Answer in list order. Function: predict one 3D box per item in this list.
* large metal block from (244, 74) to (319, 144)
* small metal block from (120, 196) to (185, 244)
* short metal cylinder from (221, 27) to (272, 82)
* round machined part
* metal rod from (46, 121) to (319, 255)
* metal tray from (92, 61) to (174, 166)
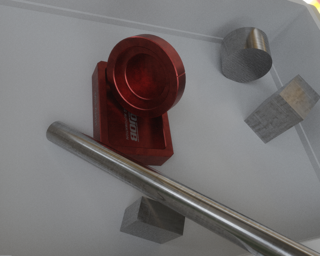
[{"bbox_3d":[0.196,-0.030,0.497,0.050,0.080,0.081,49,51,5],"label":"large metal block"},{"bbox_3d":[-0.008,0.099,0.326,0.050,0.050,0.025,23,53,-15],"label":"small metal block"},{"bbox_3d":[0.145,-0.123,0.527,0.081,0.080,0.050,17,55,-19],"label":"short metal cylinder"},{"bbox_3d":[-0.013,-0.065,0.378,0.098,0.097,0.042,47,37,4],"label":"round machined part"},{"bbox_3d":[0.009,0.059,0.283,0.300,0.025,0.025,24,46,24],"label":"metal rod"},{"bbox_3d":[-0.037,-0.019,0.395,0.091,0.030,0.130,6,59,-25],"label":"metal tray"}]
